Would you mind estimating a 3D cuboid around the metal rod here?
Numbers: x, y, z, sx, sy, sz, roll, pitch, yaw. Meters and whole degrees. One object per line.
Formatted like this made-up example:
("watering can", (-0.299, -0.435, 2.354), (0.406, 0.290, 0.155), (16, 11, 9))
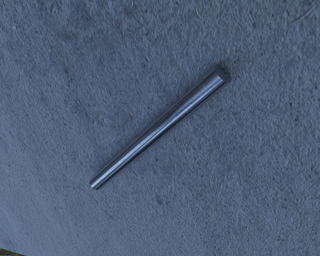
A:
("metal rod", (-0.019, 0.017, 0.430), (0.025, 0.025, 0.299), (46, 129, -4))
